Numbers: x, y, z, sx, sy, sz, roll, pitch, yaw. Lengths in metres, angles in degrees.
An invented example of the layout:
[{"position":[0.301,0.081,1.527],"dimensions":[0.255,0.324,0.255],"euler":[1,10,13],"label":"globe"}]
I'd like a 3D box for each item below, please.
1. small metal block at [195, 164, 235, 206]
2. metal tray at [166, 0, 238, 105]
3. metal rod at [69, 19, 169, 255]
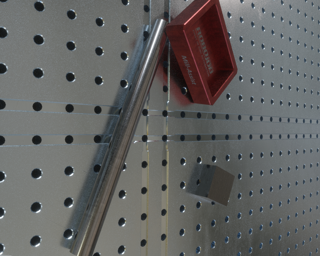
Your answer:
[{"position":[0.087,0.090,0.485],"dimensions":[0.050,0.025,0.050],"euler":[31,71,-36],"label":"small metal block"},{"position":[0.065,-0.109,0.444],"dimensions":[0.090,0.030,0.130],"euler":[-50,132,-29],"label":"metal tray"},{"position":[-0.042,0.000,0.375],"dimensions":[0.025,0.025,0.299],"euler":[29,72,-37],"label":"metal rod"}]
